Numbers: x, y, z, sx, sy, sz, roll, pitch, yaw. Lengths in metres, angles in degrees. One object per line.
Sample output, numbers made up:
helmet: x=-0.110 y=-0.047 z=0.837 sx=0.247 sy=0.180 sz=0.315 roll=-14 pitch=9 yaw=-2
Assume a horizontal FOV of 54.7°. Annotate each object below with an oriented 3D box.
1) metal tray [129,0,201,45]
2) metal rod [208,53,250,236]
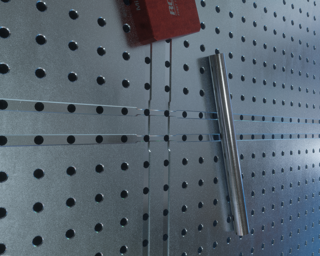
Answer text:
metal tray: x=0.001 y=-0.183 z=0.406 sx=0.091 sy=0.030 sz=0.129 roll=-25 pitch=106 yaw=-37
metal rod: x=0.113 y=0.031 z=0.503 sx=0.025 sy=0.025 sz=0.298 roll=-17 pitch=101 yaw=-39
